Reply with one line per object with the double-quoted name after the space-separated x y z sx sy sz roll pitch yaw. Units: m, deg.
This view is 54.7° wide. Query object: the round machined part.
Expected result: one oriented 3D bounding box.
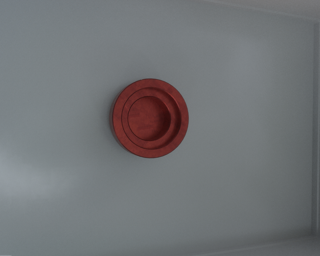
-0.017 -0.012 0.396 0.099 0.042 0.097 0 90 -21 "round machined part"
